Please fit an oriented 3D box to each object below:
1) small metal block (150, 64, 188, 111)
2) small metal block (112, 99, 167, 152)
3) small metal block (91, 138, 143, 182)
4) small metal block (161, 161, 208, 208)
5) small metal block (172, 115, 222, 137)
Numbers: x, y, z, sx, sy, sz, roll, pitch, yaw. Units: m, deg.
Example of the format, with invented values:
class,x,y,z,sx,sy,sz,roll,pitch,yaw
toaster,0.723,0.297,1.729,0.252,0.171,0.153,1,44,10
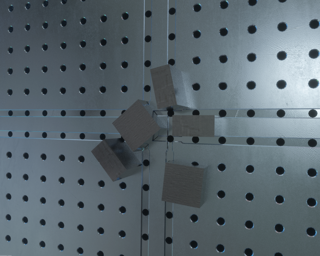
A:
class,x,y,z,sx,sy,sz,roll,pitch,yaw
small metal block,0.013,-0.050,0.395,0.025,0.050,0.050,-12,86,20
small metal block,-0.028,-0.003,0.423,0.050,0.025,0.050,-41,77,15
small metal block,-0.057,0.041,0.420,0.025,0.050,0.050,-42,77,15
small metal block,0.032,0.072,0.402,0.050,0.025,0.050,7,92,20
small metal block,0.047,-0.003,0.383,0.050,0.050,0.025,1,91,20
